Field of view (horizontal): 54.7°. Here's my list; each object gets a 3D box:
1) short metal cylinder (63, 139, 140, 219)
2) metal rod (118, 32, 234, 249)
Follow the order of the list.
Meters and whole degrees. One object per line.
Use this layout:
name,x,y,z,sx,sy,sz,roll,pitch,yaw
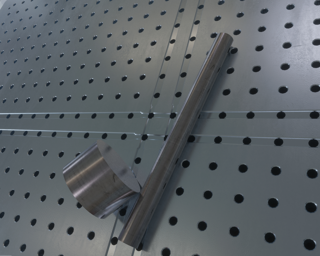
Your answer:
short metal cylinder,-0.069,0.060,0.372,0.050,0.080,0.080,-39,51,2
metal rod,0.028,0.002,0.392,0.025,0.025,0.300,14,69,34
